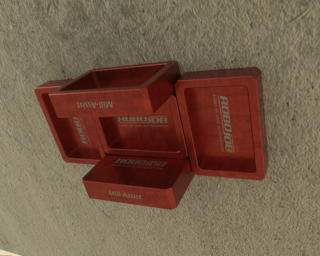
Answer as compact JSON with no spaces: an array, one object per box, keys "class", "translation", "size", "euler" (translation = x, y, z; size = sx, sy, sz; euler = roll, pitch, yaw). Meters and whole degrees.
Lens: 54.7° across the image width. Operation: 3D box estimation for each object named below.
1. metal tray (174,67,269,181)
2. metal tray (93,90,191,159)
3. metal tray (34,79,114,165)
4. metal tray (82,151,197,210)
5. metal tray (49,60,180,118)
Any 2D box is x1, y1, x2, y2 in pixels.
[{"class":"metal tray","translation":[0.074,-0.002,0.364],"size":[0.090,0.030,0.129],"euler":[0,119,27]},{"class":"metal tray","translation":[-0.025,-0.007,0.412],"size":[0.130,0.030,0.089],"euler":[1,119,27]},{"class":"metal tray","translation":[-0.123,-0.007,0.463],"size":[0.090,0.030,0.129],"euler":[0,119,27]},{"class":"metal tray","translation":[-0.025,0.060,0.413],"size":[0.130,0.090,0.030],"euler":[1,119,27]},{"class":"metal tray","translation":[-0.051,-0.046,0.363],"size":[0.130,0.090,0.030],"euler":[0,119,27]}]
